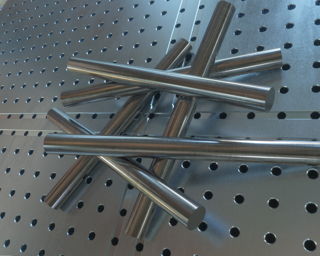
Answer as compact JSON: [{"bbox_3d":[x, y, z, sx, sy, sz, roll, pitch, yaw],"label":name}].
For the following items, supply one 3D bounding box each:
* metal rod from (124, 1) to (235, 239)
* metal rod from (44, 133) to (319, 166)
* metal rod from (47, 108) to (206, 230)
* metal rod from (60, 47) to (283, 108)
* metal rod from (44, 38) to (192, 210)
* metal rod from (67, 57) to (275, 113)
[{"bbox_3d":[0.027,-0.016,0.372,0.025,0.025,0.299,17,80,35],"label":"metal rod"},{"bbox_3d":[0.016,0.022,0.338,0.301,0.025,0.025,1,61,11],"label":"metal rod"},{"bbox_3d":[-0.066,0.032,0.385,0.300,0.025,0.025,27,77,42],"label":"metal rod"},{"bbox_3d":[0.005,-0.065,0.420,0.301,0.025,0.025,-9,58,14],"label":"metal rod"},{"bbox_3d":[-0.055,-0.011,0.445,0.025,0.025,0.300,33,80,38],"label":"metal rod"},{"bbox_3d":[-0.012,-0.061,0.382,0.300,0.025,0.025,16,70,35],"label":"metal rod"}]
